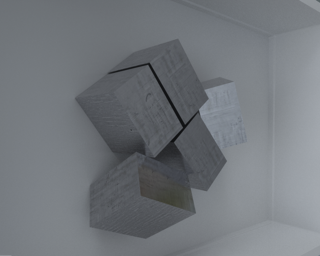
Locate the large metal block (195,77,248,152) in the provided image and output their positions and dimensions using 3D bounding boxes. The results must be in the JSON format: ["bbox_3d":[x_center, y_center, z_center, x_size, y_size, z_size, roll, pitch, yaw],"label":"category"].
[{"bbox_3d":[0.076,-0.022,0.427,0.050,0.080,0.080,-16,103,2],"label":"large metal block"}]

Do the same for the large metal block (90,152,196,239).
[{"bbox_3d":[-0.021,0.079,0.345,0.080,0.080,0.050,28,38,-37],"label":"large metal block"}]

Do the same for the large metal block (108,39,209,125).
[{"bbox_3d":[-0.002,-0.050,0.368,0.050,0.080,0.080,-46,118,-30],"label":"large metal block"}]

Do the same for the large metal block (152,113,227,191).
[{"bbox_3d":[0.024,0.028,0.390,0.050,0.080,0.080,-49,120,-29],"label":"large metal block"}]

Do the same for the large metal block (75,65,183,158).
[{"bbox_3d":[-0.034,-0.017,0.342,0.050,0.080,0.080,-45,118,-31],"label":"large metal block"}]
